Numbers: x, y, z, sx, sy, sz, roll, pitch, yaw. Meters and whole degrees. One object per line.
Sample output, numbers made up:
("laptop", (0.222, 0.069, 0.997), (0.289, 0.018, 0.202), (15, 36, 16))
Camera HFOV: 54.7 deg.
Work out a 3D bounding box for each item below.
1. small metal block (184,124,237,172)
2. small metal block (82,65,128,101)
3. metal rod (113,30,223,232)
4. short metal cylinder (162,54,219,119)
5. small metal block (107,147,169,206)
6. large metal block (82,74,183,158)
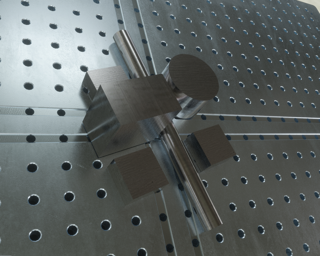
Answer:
("small metal block", (0.070, 0.027, 0.431), (0.050, 0.025, 0.050), (-16, 70, -35))
("small metal block", (-0.066, -0.051, 0.405), (0.050, 0.025, 0.050), (-19, 72, -36))
("metal rod", (0.003, -0.009, 0.416), (0.025, 0.025, 0.299), (-13, 69, -34))
("short metal cylinder", (0.038, -0.060, 0.450), (0.081, 0.050, 0.080), (14, 56, -21))
("small metal block", (-0.026, 0.055, 0.362), (0.050, 0.025, 0.050), (-17, 71, -35))
("large metal block", (-0.035, -0.014, 0.362), (0.081, 0.080, 0.050), (-17, 71, -35))
